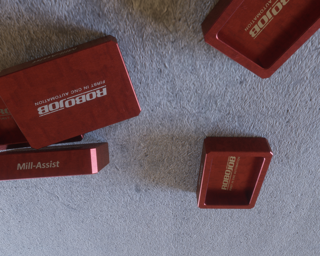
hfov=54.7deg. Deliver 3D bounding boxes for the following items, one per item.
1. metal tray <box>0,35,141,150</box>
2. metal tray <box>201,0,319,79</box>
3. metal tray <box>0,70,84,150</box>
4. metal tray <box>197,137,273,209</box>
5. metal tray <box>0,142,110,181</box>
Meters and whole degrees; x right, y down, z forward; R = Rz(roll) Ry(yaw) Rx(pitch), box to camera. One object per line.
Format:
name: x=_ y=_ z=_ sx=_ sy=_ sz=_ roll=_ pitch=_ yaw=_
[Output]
metal tray: x=-0.096 y=-0.038 z=0.342 sx=0.131 sy=0.030 sz=0.090 roll=-19 pitch=119 yaw=-1
metal tray: x=0.114 y=-0.121 z=0.301 sx=0.090 sy=0.030 sz=0.129 roll=26 pitch=125 yaw=-21
metal tray: x=-0.168 y=-0.019 z=0.385 sx=0.131 sy=0.030 sz=0.090 roll=-7 pitch=130 yaw=5
metal tray: x=0.106 y=0.071 z=0.465 sx=0.091 sy=0.030 sz=0.129 roll=1 pitch=130 yaw=-1
metal tray: x=-0.137 y=0.041 z=0.394 sx=0.131 sy=0.090 sz=0.030 roll=-4 pitch=92 yaw=0
